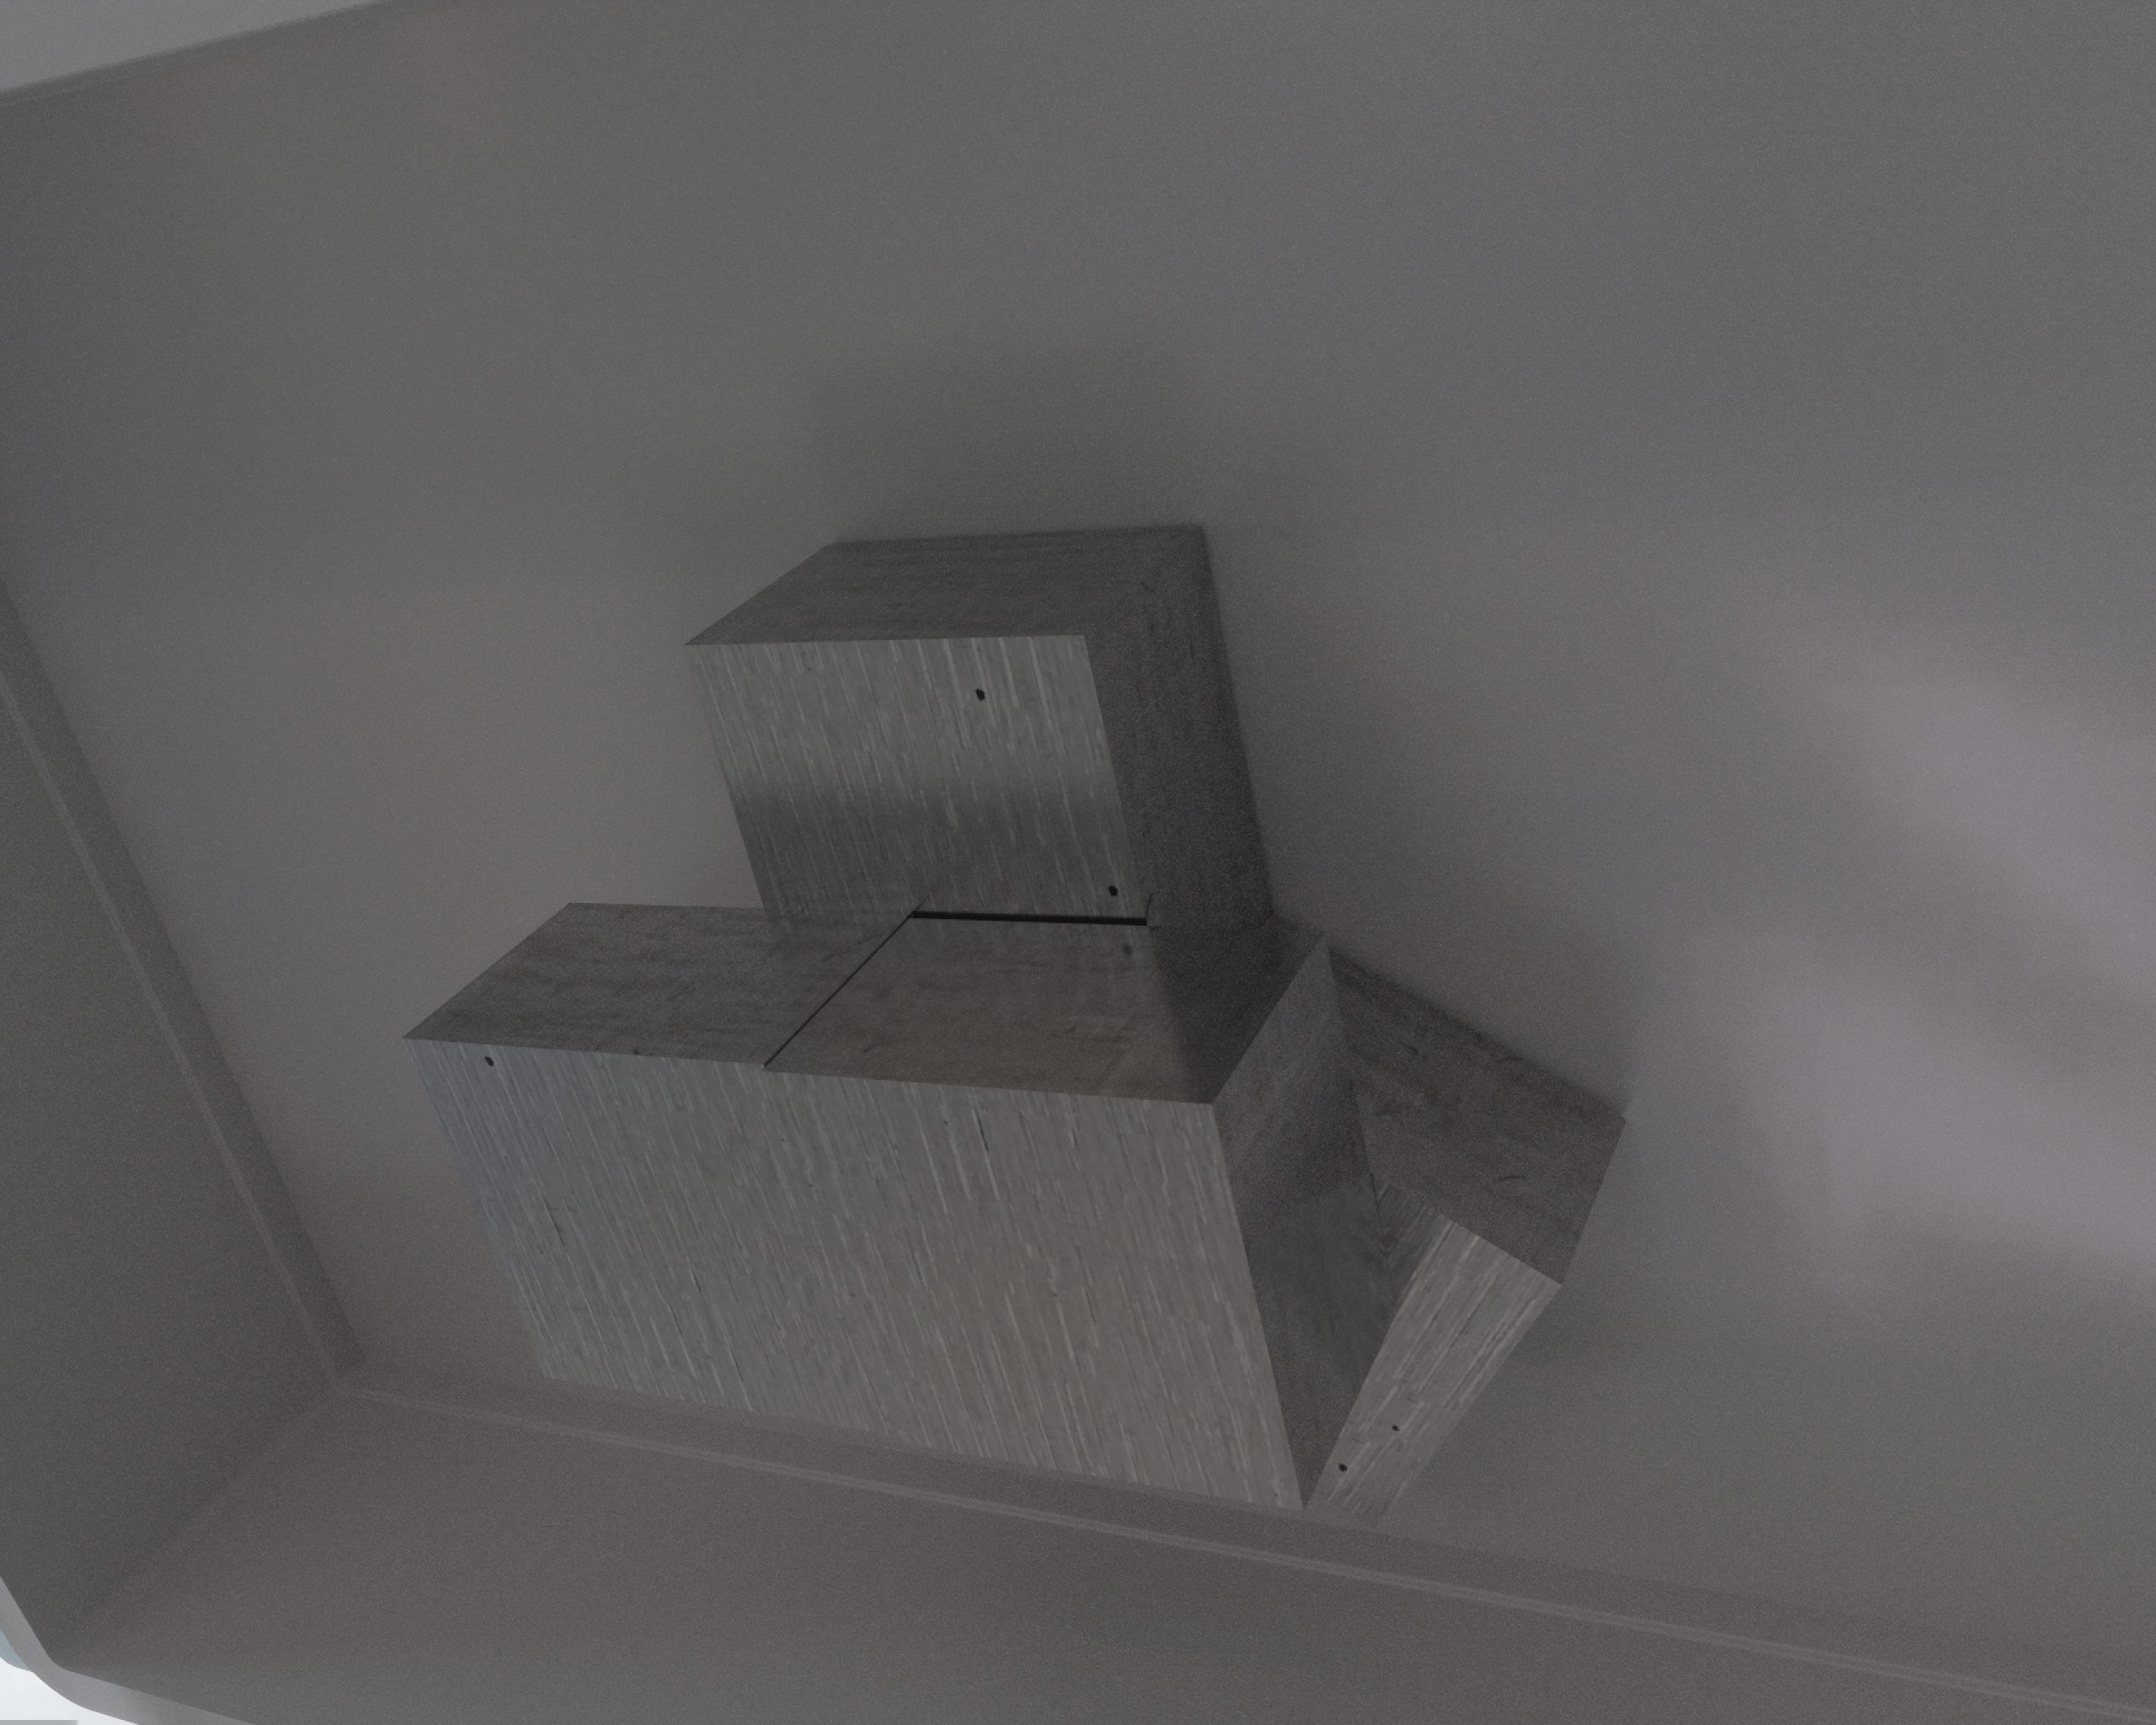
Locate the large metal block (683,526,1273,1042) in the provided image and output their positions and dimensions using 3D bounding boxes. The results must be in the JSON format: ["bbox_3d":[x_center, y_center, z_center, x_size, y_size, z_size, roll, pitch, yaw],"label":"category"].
[{"bbox_3d":[-0.016,-0.015,0.390,0.080,0.050,0.080,2,119,27],"label":"large metal block"}]

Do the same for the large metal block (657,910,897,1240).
[{"bbox_3d":[-0.048,0.064,0.455,0.080,0.050,0.080,-29,103,37],"label":"large metal block"}]

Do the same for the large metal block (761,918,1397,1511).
[{"bbox_3d":[0.003,0.058,0.358,0.080,0.050,0.080,1,119,28],"label":"large metal block"}]

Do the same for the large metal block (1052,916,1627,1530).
[{"bbox_3d":[0.047,0.070,0.407,0.080,0.050,0.079,30,128,9],"label":"large metal block"}]

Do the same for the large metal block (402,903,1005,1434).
[{"bbox_3d":[-0.068,0.055,0.396,0.080,0.050,0.080,1,119,28],"label":"large metal block"}]
